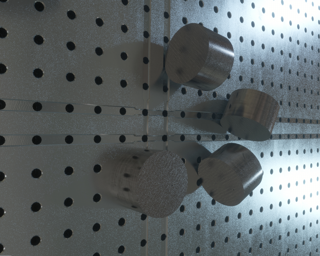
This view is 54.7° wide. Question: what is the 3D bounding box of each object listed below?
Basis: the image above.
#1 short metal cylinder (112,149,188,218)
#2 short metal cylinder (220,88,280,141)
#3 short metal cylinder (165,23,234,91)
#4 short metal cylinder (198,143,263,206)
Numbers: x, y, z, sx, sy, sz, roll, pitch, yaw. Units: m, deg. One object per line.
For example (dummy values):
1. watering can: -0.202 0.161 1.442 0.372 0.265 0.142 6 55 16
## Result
1. short metal cylinder: -0.012 0.066 0.385 0.081 0.050 0.079 0 90 -40
2. short metal cylinder: 0.144 -0.020 0.497 0.080 0.080 0.050 38 67 -34
3. short metal cylinder: 0.052 -0.094 0.419 0.050 0.080 0.080 10 84 -40
4. short metal cylinder: 0.104 0.069 0.464 0.050 0.080 0.080 -30 109 -36
